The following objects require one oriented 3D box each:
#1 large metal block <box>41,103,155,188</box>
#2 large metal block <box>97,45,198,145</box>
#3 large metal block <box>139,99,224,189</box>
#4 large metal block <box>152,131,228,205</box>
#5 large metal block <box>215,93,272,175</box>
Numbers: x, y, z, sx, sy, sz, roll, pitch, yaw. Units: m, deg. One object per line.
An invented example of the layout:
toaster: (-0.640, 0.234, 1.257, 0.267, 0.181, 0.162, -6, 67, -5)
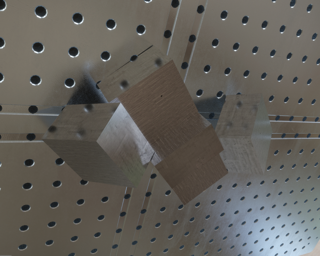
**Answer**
large metal block: (-0.065, 0.019, 0.342, 0.080, 0.080, 0.050, 58, 45, -39)
large metal block: (-0.013, -0.035, 0.365, 0.080, 0.050, 0.080, -35, 130, -3)
large metal block: (0.019, 0.015, 0.394, 0.080, 0.080, 0.050, -36, 131, -4)
large metal block: (0.041, 0.051, 0.448, 0.080, 0.050, 0.080, -35, 128, -5)
large metal block: (0.120, 0.009, 0.438, 0.080, 0.050, 0.080, 58, 44, -39)
